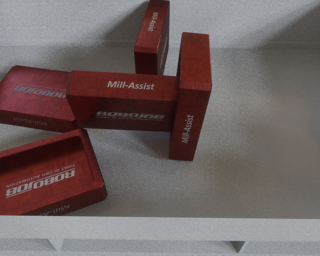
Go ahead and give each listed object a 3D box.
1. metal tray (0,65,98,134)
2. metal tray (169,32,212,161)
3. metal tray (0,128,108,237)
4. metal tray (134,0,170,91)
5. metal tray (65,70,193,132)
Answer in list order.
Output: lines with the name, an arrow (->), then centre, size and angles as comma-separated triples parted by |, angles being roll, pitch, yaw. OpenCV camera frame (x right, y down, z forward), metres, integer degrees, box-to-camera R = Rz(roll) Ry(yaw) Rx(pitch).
metal tray -> -0.162, -0.042, 0.436 | 0.131, 0.030, 0.090 | 8, 50, 7
metal tray -> 0.033, -0.032, 0.363 | 0.030, 0.129, 0.090 | 5, 50, 0
metal tray -> -0.135, 0.058, 0.351 | 0.131, 0.030, 0.090 | -17, 52, -14
metal tray -> -0.009, -0.119, 0.462 | 0.030, 0.090, 0.130 | 6, 50, 5
metal tray -> -0.034, -0.027, 0.361 | 0.131, 0.090, 0.030 | 3, 68, -4
